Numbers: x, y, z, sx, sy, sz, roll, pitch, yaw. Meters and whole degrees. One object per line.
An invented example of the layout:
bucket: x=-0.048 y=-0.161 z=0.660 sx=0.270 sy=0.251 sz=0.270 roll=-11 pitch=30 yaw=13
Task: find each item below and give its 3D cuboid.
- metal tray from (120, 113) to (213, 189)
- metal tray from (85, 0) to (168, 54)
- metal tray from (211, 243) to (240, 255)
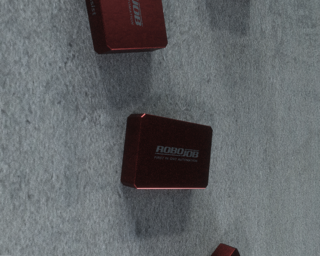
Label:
metal tray: x=0.014 y=0.034 z=0.415 sx=0.131 sy=0.030 sz=0.089 roll=9 pitch=84 yaw=-40
metal tray: x=-0.042 y=-0.157 z=0.368 sx=0.091 sy=0.030 sz=0.129 roll=-15 pitch=100 yaw=-39
metal tray: x=0.085 y=0.257 z=0.476 sx=0.131 sy=0.030 sz=0.090 roll=-38 pitch=114 yaw=-34
